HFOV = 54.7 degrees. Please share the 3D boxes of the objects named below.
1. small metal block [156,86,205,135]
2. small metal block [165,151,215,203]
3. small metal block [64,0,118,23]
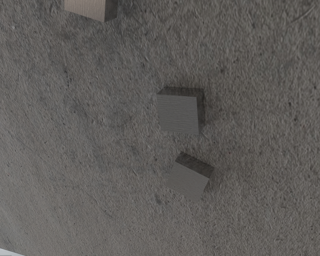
[{"bbox_3d":[0.026,-0.022,0.380,0.050,0.025,0.050,7,122,24],"label":"small metal block"},{"bbox_3d":[0.041,0.067,0.427,0.050,0.025,0.050,26,128,12],"label":"small metal block"},{"bbox_3d":[-0.071,-0.144,0.323,0.050,0.025,0.050,22,127,14],"label":"small metal block"}]
